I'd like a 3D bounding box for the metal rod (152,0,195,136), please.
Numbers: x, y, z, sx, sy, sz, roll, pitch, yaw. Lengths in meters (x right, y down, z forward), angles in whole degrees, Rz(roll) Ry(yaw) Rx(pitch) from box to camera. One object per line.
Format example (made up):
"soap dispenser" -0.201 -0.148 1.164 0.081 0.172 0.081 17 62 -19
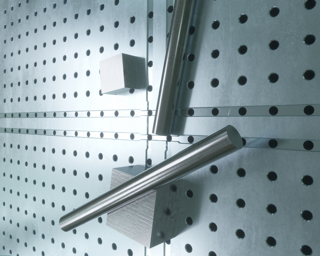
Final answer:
"metal rod" 0.027 -0.137 0.386 0.025 0.025 0.298 17 101 39

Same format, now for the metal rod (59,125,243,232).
"metal rod" -0.034 0.074 0.372 0.299 0.025 0.025 -33 70 35

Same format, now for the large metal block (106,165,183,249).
"large metal block" -0.022 0.099 0.411 0.080 0.050 0.079 12 97 39

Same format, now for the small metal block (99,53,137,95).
"small metal block" -0.063 -0.079 0.462 0.050 0.025 0.050 -8 85 39
